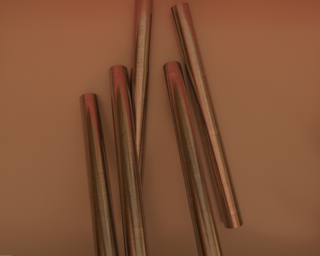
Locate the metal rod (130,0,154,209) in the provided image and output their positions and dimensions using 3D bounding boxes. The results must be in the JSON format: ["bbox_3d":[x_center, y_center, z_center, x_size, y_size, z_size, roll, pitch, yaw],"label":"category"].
[{"bbox_3d":[-0.029,-0.019,0.410,0.025,0.025,0.298,3,90,0],"label":"metal rod"}]

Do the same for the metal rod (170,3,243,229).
[{"bbox_3d":[0.062,-0.016,0.411,0.025,0.025,0.298,-14,90,0],"label":"metal rod"}]

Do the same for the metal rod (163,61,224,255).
[{"bbox_3d":[0.039,0.053,0.351,0.025,0.025,0.299,-10,65,0],"label":"metal rod"}]

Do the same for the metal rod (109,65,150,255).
[{"bbox_3d":[-0.035,0.057,0.349,0.025,0.025,0.299,-9,65,0],"label":"metal rod"}]

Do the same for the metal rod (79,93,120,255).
[{"bbox_3d":[-0.064,0.089,0.341,0.025,0.025,0.299,-13,61,0],"label":"metal rod"}]
